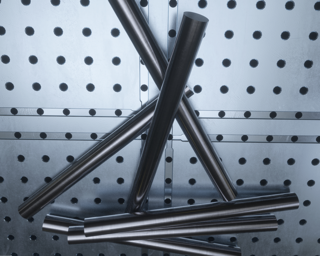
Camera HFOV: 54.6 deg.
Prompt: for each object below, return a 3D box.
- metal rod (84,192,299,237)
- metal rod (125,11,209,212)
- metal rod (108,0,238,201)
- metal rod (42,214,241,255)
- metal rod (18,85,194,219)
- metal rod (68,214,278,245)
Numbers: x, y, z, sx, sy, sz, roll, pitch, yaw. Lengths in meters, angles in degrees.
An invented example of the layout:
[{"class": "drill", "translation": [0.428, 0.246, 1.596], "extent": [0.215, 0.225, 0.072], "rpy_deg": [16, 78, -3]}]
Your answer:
[{"class": "metal rod", "translation": [0.048, 0.121, 0.438], "extent": [0.302, 0.025, 0.025], "rpy_deg": [-6, 110, -6]}, {"class": "metal rod", "translation": [-0.003, 0.012, 0.376], "extent": [0.025, 0.025, 0.298], "rpy_deg": [14, 125, -5]}, {"class": "metal rod", "translation": [0.028, -0.021, 0.380], "extent": [0.025, 0.025, 0.299], "rpy_deg": [-27, 115, 9]}, {"class": "metal rod", "translation": [-0.024, 0.171, 0.475], "extent": [0.302, 0.025, 0.025], "rpy_deg": [11, 110, -5]}, {"class": "metal rod", "translation": [-0.081, 0.035, 0.425], "extent": [0.300, 0.025, 0.025], "rpy_deg": [-37, 106, 12]}, {"class": "metal rod", "translation": [0.022, 0.148, 0.454], "extent": [0.302, 0.025, 0.025], "rpy_deg": [-2, 110, -5]}]
